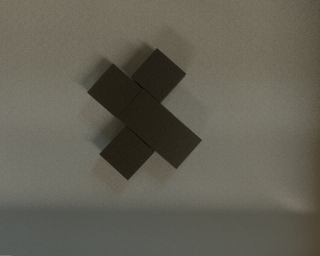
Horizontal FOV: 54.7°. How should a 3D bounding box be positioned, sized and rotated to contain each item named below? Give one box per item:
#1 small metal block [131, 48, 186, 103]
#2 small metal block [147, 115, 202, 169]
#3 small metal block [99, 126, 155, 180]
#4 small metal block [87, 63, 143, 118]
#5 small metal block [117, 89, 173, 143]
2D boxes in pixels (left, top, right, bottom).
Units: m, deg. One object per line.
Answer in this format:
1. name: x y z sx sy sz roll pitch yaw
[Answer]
1. small metal block: -0.002 -0.067 0.409 0.050 0.025 0.050 42 89 0
2. small metal block: 0.019 0.018 0.409 0.050 0.025 0.050 41 90 0
3. small metal block: -0.042 0.032 0.409 0.050 0.025 0.050 43 91 0
4. small metal block: -0.058 -0.048 0.409 0.050 0.025 0.050 41 90 0
5. small metal block: -0.019 -0.015 0.408 0.050 0.025 0.050 41 90 0
